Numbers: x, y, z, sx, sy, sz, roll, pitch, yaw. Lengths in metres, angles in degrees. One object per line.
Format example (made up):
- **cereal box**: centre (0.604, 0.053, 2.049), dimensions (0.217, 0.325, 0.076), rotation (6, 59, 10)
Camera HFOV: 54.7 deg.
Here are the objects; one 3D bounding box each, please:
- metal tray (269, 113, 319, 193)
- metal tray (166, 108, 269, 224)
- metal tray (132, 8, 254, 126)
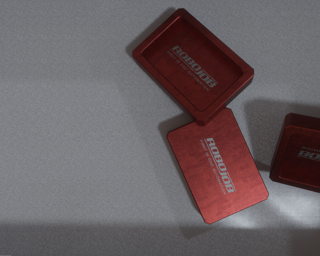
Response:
- **metal tray**: centre (0.208, 0.038, 0.371), dimensions (0.130, 0.030, 0.089), rotation (13, 127, 16)
- **metal tray**: centre (0.074, 0.048, 0.410), dimensions (0.090, 0.030, 0.129), rotation (-24, 90, -1)
- **metal tray**: centre (0.040, -0.078, 0.392), dimensions (0.090, 0.030, 0.130), rotation (-43, 75, -1)
